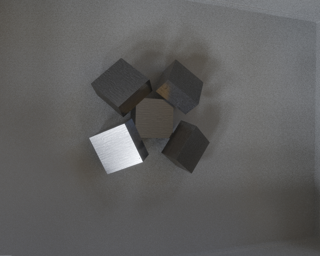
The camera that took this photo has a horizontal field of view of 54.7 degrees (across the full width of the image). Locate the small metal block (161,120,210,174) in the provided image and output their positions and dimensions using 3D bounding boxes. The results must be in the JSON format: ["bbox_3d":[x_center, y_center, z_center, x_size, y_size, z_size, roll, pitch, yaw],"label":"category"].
[{"bbox_3d":[0.035,0.026,0.409,0.050,0.025,0.050,-58,141,-11],"label":"small metal block"}]

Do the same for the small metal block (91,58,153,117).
[{"bbox_3d":[-0.046,-0.050,0.378,0.050,0.025,0.050,40,75,23],"label":"small metal block"}]

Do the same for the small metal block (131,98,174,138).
[{"bbox_3d":[-0.011,-0.012,0.404,0.050,0.025,0.050,2,90,-20],"label":"small metal block"}]

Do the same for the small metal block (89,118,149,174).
[{"bbox_3d":[-0.049,0.022,0.378,0.050,0.025,0.050,-21,99,19],"label":"small metal block"}]

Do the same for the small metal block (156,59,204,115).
[{"bbox_3d":[0.027,-0.054,0.405,0.050,0.025,0.050,37,41,-17],"label":"small metal block"}]
